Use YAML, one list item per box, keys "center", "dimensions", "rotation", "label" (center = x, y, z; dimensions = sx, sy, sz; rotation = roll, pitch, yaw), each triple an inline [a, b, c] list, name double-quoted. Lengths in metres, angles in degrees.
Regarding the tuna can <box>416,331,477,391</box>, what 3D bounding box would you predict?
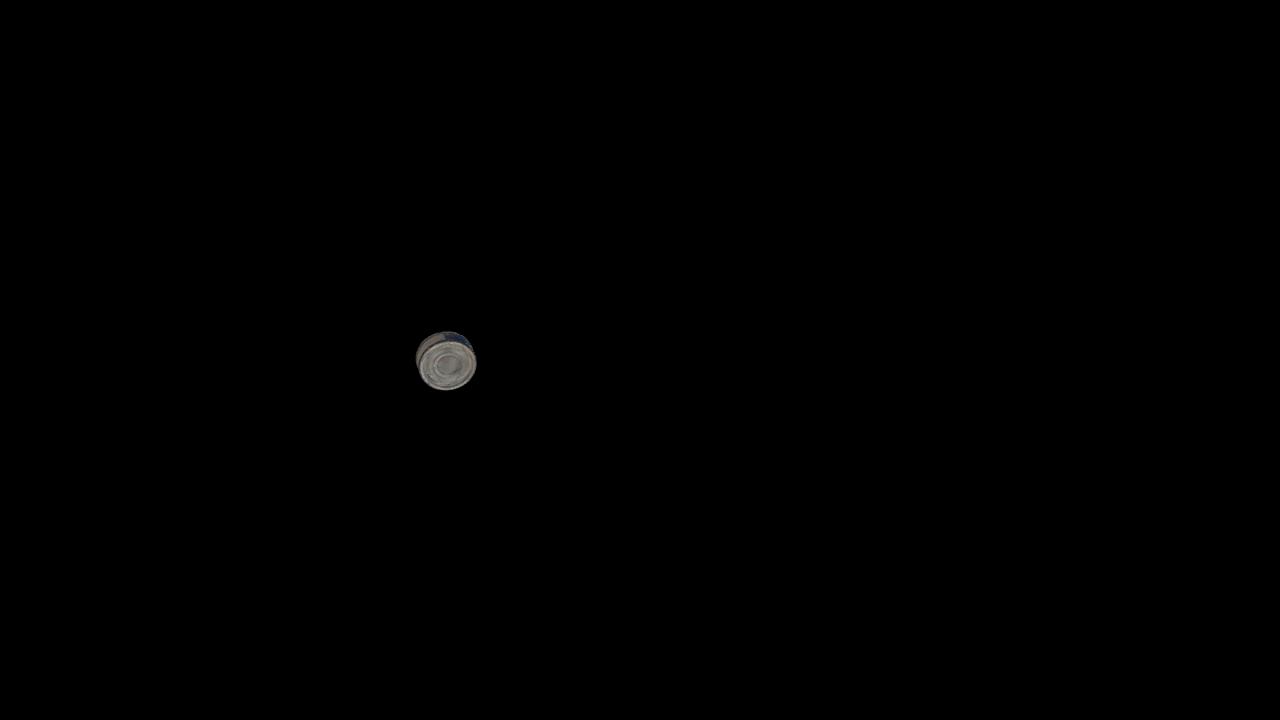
- center: [-0.285, 0.002, 0.907]
  dimensions: [0.084, 0.084, 0.034]
  rotation: [0, 26, -27]
  label: "tuna can"
